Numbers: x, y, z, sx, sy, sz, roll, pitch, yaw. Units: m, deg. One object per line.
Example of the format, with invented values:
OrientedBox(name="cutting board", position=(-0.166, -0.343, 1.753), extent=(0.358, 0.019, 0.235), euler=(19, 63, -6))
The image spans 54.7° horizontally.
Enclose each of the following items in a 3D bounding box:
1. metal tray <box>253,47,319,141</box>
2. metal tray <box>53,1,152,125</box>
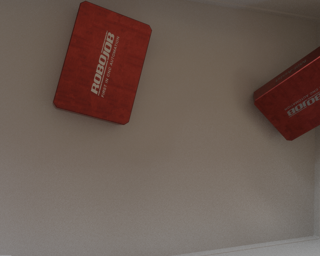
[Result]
OrientedBox(name="metal tray", position=(0.213, -0.049, 0.443), extent=(0.090, 0.030, 0.130), euler=(44, 120, -15))
OrientedBox(name="metal tray", position=(-0.070, -0.076, 0.382), extent=(0.091, 0.030, 0.129), euler=(15, 85, -20))
